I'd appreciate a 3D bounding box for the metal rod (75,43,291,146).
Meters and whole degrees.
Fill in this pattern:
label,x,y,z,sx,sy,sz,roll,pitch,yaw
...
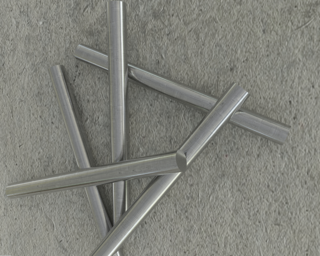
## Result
label,x,y,z,sx,sy,sz,roll,pitch,yaw
metal rod,0.016,-0.050,0.402,0.301,0.025,0.025,25,98,18

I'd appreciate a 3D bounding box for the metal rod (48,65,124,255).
label,x,y,z,sx,sy,sz,roll,pitch,yaw
metal rod,-0.106,0.052,0.445,0.025,0.025,0.299,-21,83,18

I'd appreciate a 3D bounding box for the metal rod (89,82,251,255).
label,x,y,z,sx,sy,sz,roll,pitch,yaw
metal rod,0.001,0.070,0.380,0.025,0.025,0.299,42,103,15

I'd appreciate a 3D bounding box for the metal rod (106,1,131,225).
label,x,y,z,sx,sy,sz,roll,pitch,yaw
metal rod,-0.053,-0.008,0.407,0.025,0.025,0.298,2,98,19

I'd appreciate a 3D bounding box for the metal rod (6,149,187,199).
label,x,y,z,sx,sy,sz,roll,pitch,yaw
metal rod,-0.104,0.067,0.414,0.300,0.025,0.025,-14,86,29
